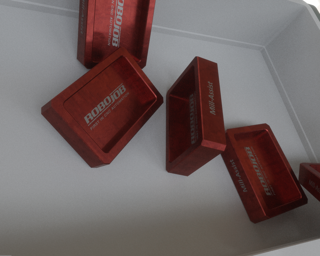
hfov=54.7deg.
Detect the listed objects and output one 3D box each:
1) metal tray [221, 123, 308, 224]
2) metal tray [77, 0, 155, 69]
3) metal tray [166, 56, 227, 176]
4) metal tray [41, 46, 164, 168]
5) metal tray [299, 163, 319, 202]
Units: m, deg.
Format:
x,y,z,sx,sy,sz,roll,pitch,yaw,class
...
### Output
x,y,z,sx,sy,sz,roll,pitch,yaw,class
0.145,0.060,0.446,0.091,0.030,0.130,-7,65,-32,metal tray
-0.056,-0.143,0.400,0.091,0.129,0.030,-7,31,-32,metal tray
0.041,-0.015,0.396,0.030,0.090,0.130,15,56,-21,metal tray
-0.061,-0.028,0.369,0.090,0.030,0.131,52,50,-16,metal tray
0.246,0.078,0.394,0.091,0.130,0.030,2,100,3,metal tray
